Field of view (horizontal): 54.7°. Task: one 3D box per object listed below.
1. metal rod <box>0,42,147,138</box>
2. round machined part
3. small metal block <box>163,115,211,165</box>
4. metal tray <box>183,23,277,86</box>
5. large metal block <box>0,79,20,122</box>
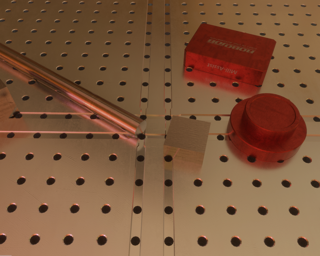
[{"bbox_3d":[-0.148,-0.065,0.459,0.300,0.025,0.025,28,55,21],"label":"metal rod"},{"bbox_3d":[0.142,-0.008,0.405,0.099,0.042,0.098,0,50,0],"label":"round machined part"},{"bbox_3d":[0.035,0.015,0.396,0.050,0.025,0.050,11,51,9],"label":"small metal block"},{"bbox_3d":[0.115,-0.124,0.510,0.130,0.030,0.090,18,52,14],"label":"metal tray"},{"bbox_3d":[-0.256,-0.041,0.423,0.080,0.050,0.080,-34,58,-25],"label":"large metal block"}]
